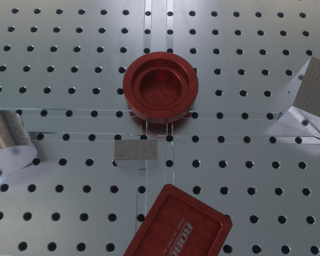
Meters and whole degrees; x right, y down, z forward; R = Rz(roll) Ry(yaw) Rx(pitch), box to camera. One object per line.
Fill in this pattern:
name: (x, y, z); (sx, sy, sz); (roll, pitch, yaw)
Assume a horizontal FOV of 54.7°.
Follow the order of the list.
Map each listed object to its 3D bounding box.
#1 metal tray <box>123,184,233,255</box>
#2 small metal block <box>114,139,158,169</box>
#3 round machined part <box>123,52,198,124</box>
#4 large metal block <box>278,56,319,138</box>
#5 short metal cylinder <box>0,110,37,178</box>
metal tray: (0.014, 0.142, 0.357); (0.090, 0.030, 0.130); (29, 72, 10)
small metal block: (-0.028, 0.034, 0.386); (0.050, 0.050, 0.025); (-1, 70, -1)
round machined part: (0.001, -0.051, 0.421); (0.099, 0.042, 0.098); (0, 70, 0)
large metal block: (0.218, -0.036, 0.413); (0.080, 0.050, 0.080); (25, 72, 8)
short metal cylinder: (-0.198, 0.023, 0.373); (0.080, 0.080, 0.050); (-28, 73, -10)
